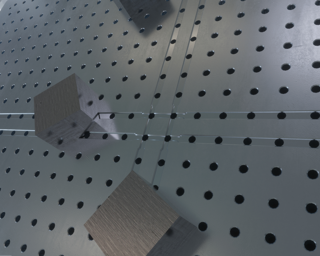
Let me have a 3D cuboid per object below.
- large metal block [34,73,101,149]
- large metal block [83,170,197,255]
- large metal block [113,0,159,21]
[{"bbox_3d":[-0.147,-0.026,0.487,0.080,0.050,0.080,-28,52,11],"label":"large metal block"},{"bbox_3d":[-0.022,0.107,0.339,0.080,0.050,0.080,-48,51,-6],"label":"large metal block"},{"bbox_3d":[-0.048,-0.258,0.577,0.080,0.050,0.080,-39,51,2],"label":"large metal block"}]
